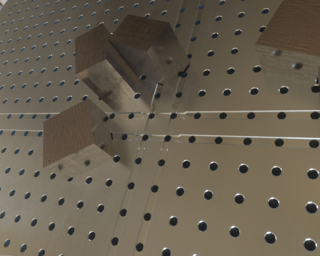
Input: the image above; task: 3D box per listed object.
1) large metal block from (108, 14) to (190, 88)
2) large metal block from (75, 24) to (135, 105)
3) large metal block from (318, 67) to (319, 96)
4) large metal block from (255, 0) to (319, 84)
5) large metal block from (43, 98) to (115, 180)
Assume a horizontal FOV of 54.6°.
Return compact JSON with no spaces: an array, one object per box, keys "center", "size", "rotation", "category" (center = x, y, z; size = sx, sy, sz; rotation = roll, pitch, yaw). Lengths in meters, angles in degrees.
[{"center":[-0.014,-0.112,0.450],"size":[0.080,0.080,0.050],"rotation":[26,76,37],"category":"large metal block"},{"center":[-0.085,-0.096,0.478],"size":[0.050,0.080,0.080],"rotation":[-23,53,15],"category":"large metal block"},{"center":[0.207,-0.024,0.299],"size":[0.080,0.050,0.080],"rotation":[-12,56,21],"category":"large metal block"},{"center":[0.173,-0.105,0.366],"size":[0.080,0.050,0.080],"rotation":[25,75,37],"category":"large metal block"},{"center":[-0.118,0.017,0.445],"size":[0.080,0.050,0.080],"rotation":[-25,53,13],"category":"large metal block"}]
